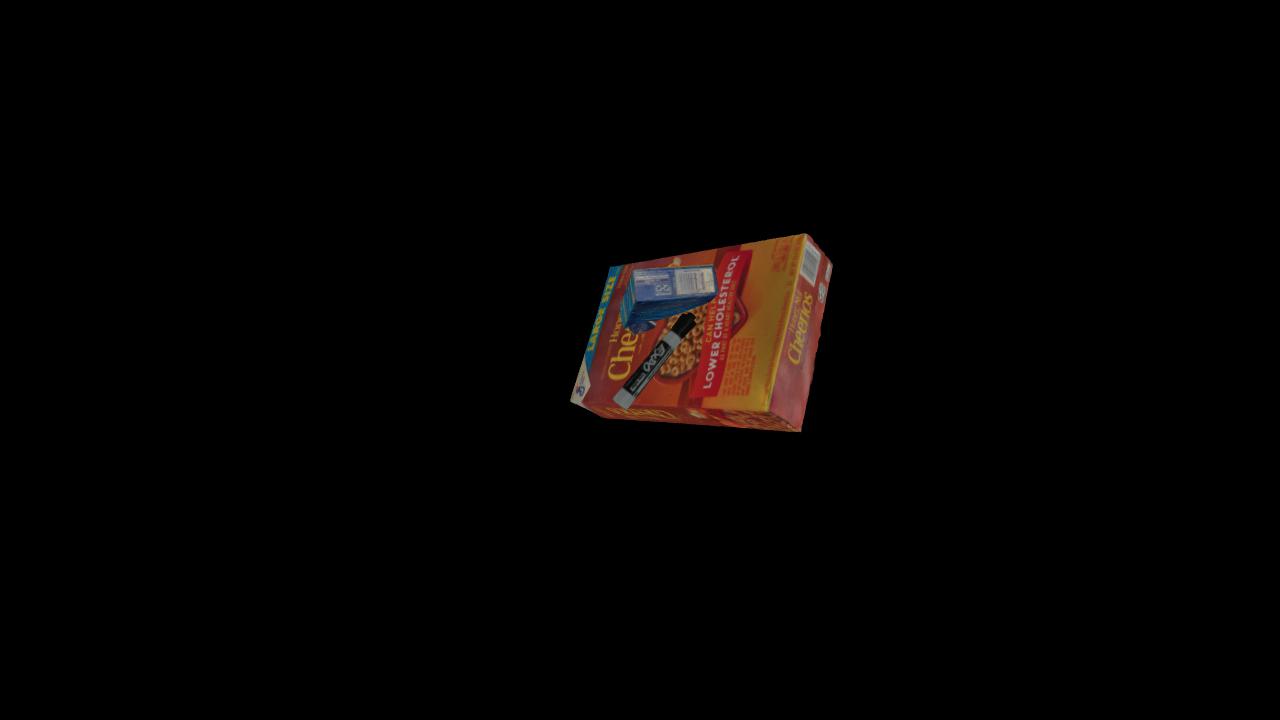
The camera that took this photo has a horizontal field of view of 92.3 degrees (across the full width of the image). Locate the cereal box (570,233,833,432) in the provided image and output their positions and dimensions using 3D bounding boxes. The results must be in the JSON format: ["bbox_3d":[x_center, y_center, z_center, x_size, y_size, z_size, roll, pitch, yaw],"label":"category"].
[{"bbox_3d":[0.061,-0.027,0.738,0.306,0.203,0.081,0,-23,44],"label":"cereal box"}]

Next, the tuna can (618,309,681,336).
[{"bbox_3d":[0.025,-0.054,0.766,0.084,0.084,0.034,0,-39,-29],"label":"tuna can"}]

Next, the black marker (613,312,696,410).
[{"bbox_3d":[0.017,-0.001,0.631,0.020,0.121,0.020,39,-7,6],"label":"black marker"}]

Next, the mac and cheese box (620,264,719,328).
[{"bbox_3d":[0.026,-0.066,0.739,0.093,0.041,0.184,-7,-9,-9],"label":"mac and cheese box"}]
